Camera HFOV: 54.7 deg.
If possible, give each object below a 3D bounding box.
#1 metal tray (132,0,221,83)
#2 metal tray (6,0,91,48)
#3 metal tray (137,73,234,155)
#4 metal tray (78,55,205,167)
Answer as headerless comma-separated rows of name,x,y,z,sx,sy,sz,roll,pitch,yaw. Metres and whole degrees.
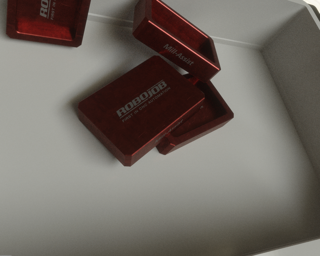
metal tray,0.025,-0.129,0.443,0.131,0.030,0.090,27,38,-26
metal tray,-0.130,-0.165,0.368,0.091,0.129,0.030,1,43,-28
metal tray,0.034,-0.027,0.438,0.131,0.030,0.090,-23,74,-37
metal tray,-0.021,-0.026,0.379,0.131,0.030,0.090,-38,72,-26
